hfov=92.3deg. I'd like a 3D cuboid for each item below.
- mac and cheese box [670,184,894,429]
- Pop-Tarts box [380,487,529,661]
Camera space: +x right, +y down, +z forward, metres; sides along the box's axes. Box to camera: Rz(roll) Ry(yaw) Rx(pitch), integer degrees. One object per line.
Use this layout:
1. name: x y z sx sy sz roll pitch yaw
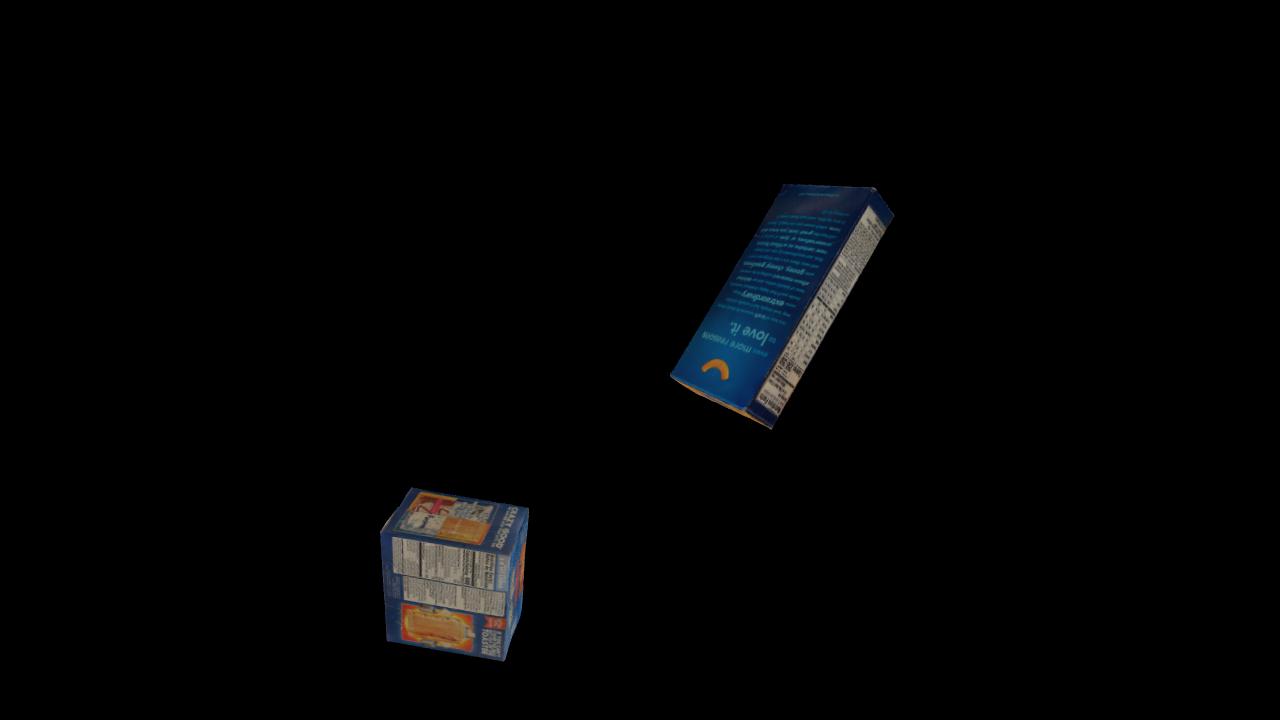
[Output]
1. mac and cheese box: 0.105 -0.047 0.468 0.041 0.184 0.093 34 -5 -37
2. Pop-Tarts box: -0.208 0.244 0.702 0.141 0.167 0.083 9 27 2
